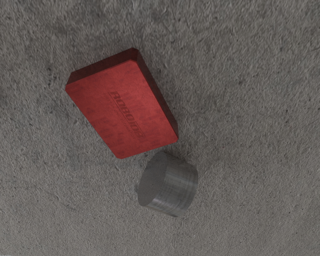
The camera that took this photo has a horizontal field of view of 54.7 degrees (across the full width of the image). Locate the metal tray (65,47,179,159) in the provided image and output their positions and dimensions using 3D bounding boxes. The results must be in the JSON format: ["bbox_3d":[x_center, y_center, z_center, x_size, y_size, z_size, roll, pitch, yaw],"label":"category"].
[{"bbox_3d":[-0.042,-0.024,0.383,0.090,0.030,0.130,-19,128,15],"label":"metal tray"}]

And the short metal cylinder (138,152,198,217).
[{"bbox_3d":[0.010,0.080,0.439,0.050,0.080,0.080,25,126,-20],"label":"short metal cylinder"}]
